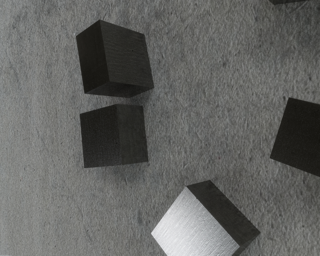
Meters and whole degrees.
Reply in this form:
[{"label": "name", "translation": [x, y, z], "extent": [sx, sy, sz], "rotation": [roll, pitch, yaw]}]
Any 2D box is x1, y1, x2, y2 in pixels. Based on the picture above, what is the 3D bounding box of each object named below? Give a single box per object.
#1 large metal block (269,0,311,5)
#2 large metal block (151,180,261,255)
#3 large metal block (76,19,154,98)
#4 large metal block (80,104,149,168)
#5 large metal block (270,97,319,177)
[{"label": "large metal block", "translation": [0.126, -0.148, 0.265], "extent": [0.080, 0.081, 0.050], "rotation": [9, 96, 39]}, {"label": "large metal block", "translation": [0.049, 0.118, 0.348], "extent": [0.080, 0.050, 0.080], "rotation": [46, 118, 30]}, {"label": "large metal block", "translation": [-0.059, -0.088, 0.418], "extent": [0.050, 0.081, 0.080], "rotation": [-17, 79, 39]}, {"label": "large metal block", "translation": [-0.067, 0.013, 0.444], "extent": [0.080, 0.050, 0.080], "rotation": [-10, 84, 39]}, {"label": "large metal block", "translation": [0.148, 0.012, 0.247], "extent": [0.080, 0.081, 0.050], "rotation": [22, 104, 38]}]
